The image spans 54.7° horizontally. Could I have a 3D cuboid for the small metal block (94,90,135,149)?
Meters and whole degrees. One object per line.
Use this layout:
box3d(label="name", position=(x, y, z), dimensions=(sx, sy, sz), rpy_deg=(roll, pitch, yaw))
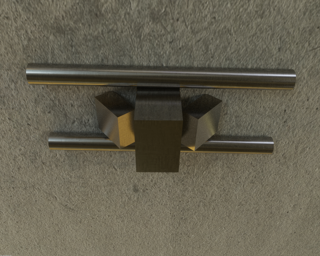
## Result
box3d(label="small metal block", position=(-0.054, -0.011, 0.381), dimensions=(0.025, 0.050, 0.050), rpy_deg=(-28, 139, -30))

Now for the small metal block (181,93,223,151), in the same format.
box3d(label="small metal block", position=(0.050, -0.008, 0.385), dimensions=(0.025, 0.050, 0.050), rpy_deg=(30, 138, 30))

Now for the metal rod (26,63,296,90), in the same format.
box3d(label="metal rod", position=(0.003, -0.059, 0.358), dimensions=(0.302, 0.025, 0.025), rpy_deg=(1, 130, -2))

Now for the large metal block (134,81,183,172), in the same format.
box3d(label="large metal block", position=(-0.002, -0.003, 0.373), dimensions=(0.050, 0.080, 0.079), rpy_deg=(1, 130, -1))

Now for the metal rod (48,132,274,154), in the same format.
box3d(label="metal rod", position=(0.003, 0.021, 0.427), dimensions=(0.302, 0.025, 0.025), rpy_deg=(1, 130, -2))
